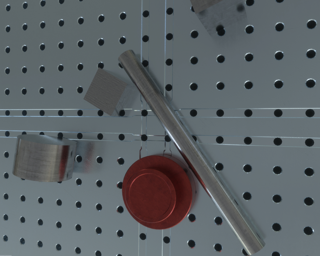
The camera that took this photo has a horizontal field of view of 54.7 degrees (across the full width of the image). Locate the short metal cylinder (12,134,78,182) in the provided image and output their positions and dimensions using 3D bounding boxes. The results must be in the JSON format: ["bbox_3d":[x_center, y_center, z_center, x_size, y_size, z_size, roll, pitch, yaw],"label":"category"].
[{"bbox_3d":[-0.162,0.041,0.439,0.080,0.080,0.050,11,94,19],"label":"short metal cylinder"}]

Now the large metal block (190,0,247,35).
[{"bbox_3d":[0.060,-0.167,0.362,0.050,0.080,0.080,-22,83,18],"label":"large metal block"}]

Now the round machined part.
[{"bbox_3d":[-0.006,0.084,0.405,0.098,0.042,0.097,0,90,19],"label":"round machined part"}]

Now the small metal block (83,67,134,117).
[{"bbox_3d":[-0.071,-0.050,0.437,0.050,0.025,0.050,31,100,17],"label":"small metal block"}]

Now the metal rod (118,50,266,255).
[{"bbox_3d":[0.034,0.022,0.399,0.025,0.025,0.299,-37,79,16],"label":"metal rod"}]
